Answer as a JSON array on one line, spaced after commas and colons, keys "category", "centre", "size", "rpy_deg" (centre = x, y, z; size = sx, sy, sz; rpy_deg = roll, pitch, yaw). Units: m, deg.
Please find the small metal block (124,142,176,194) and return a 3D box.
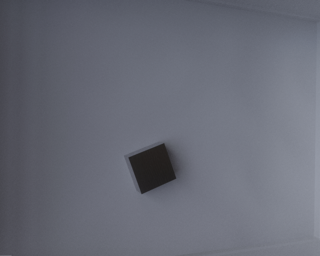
[{"category": "small metal block", "centre": [-0.013, 0.051, 0.406], "size": [0.050, 0.025, 0.050], "rpy_deg": [-21, 97, -19]}]
